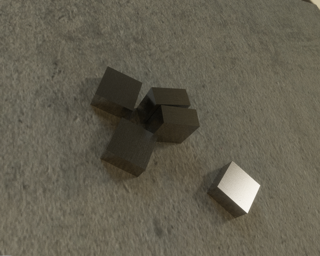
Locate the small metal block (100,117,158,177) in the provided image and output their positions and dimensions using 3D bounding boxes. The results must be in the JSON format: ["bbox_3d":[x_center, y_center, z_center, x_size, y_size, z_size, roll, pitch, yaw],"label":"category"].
[{"bbox_3d":[-0.036,0.023,0.372,0.050,0.025,0.050,29,52,-11],"label":"small metal block"}]

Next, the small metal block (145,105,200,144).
[{"bbox_3d":[0.015,-0.003,0.399,0.050,0.050,0.025,6,60,-26],"label":"small metal block"}]

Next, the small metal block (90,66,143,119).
[{"bbox_3d":[-0.056,-0.045,0.402,0.050,0.025,0.050,24,53,-14],"label":"small metal block"}]

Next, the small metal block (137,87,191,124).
[{"bbox_3d":[0.004,-0.028,0.409,0.050,0.050,0.025,-1,62,-29],"label":"small metal block"}]

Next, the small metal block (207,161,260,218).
[{"bbox_3d":[0.098,0.081,0.409,0.050,0.025,0.050,42,51,0],"label":"small metal block"}]
